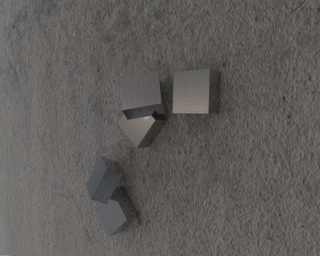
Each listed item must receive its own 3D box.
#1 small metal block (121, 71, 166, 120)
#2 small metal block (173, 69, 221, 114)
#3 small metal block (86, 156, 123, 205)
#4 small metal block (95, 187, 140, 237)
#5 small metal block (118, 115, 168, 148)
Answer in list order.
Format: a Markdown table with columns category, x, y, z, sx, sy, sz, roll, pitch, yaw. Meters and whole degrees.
| category | x | y | z | sx | sy | sz | roll | pitch | yaw |
| --- | --- | --- | --- | --- | --- | --- | --- | --- | --- |
| small metal block | -0.022 | -0.042 | 0.400 | 0.050 | 0.025 | 0.050 | -10 | 62 | 8 |
| small metal block | 0.043 | -0.042 | 0.369 | 0.050 | 0.025 | 0.050 | 3 | 92 | 40 |
| small metal block | -0.082 | 0.075 | 0.453 | 0.050 | 0.025 | 0.050 | -62 | 26 | 4 |
| small metal block | -0.064 | 0.123 | 0.458 | 0.050 | 0.025 | 0.050 | -48 | 62 | 29 |
| small metal block | -0.025 | -0.008 | 0.426 | 0.050 | 0.025 | 0.050 | 49 | 119 | 28 |
